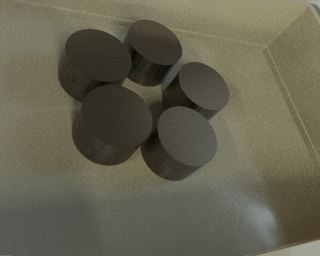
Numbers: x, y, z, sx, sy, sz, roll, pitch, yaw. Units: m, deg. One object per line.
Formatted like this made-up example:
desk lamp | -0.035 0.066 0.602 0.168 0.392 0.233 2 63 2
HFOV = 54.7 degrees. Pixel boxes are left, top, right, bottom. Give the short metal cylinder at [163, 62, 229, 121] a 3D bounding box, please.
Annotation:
short metal cylinder | 0.051 -0.047 0.443 0.081 0.050 0.080 14 56 -21

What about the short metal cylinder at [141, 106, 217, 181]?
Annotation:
short metal cylinder | 0.023 0.020 0.387 0.081 0.050 0.080 14 56 -21

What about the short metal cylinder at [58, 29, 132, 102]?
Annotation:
short metal cylinder | -0.082 -0.076 0.389 0.081 0.050 0.080 14 56 -21

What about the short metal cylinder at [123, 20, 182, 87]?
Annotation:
short metal cylinder | -0.016 -0.107 0.443 0.081 0.050 0.080 14 56 -21

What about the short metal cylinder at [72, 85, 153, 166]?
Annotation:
short metal cylinder | -0.056 -0.003 0.359 0.081 0.050 0.080 14 56 -21
